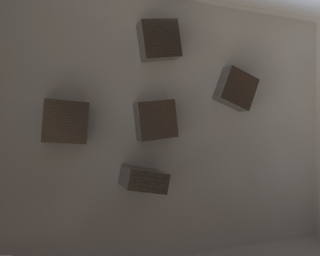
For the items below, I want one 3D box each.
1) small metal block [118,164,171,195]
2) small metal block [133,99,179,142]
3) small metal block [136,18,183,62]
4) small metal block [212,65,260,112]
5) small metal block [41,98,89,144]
[{"bbox_3d":[-0.021,0.064,0.389,0.050,0.050,0.025,11,87,-20],"label":"small metal block"},{"bbox_3d":[-0.006,-0.010,0.408,0.050,0.025,0.050,-7,93,-20],"label":"small metal block"},{"bbox_3d":[-0.001,-0.116,0.410,0.050,0.025,0.050,-9,93,-20],"label":"small metal block"},{"bbox_3d":[0.110,-0.056,0.451,0.050,0.025,0.050,23,83,-19],"label":"small metal block"},{"bbox_3d":[-0.113,-0.007,0.369,0.050,0.025,0.050,4,89,-20],"label":"small metal block"}]
